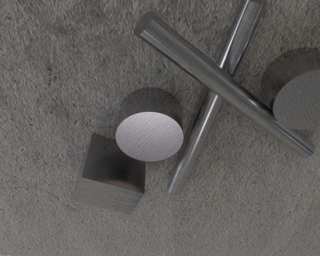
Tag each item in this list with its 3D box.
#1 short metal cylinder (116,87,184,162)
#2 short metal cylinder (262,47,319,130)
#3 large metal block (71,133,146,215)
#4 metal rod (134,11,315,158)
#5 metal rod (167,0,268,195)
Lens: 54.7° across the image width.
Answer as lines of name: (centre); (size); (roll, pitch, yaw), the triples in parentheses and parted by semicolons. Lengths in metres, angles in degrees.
short metal cylinder: (-0.012, -0.004, 0.387); (0.081, 0.050, 0.079); (0, 130, 0)
short metal cylinder: (0.164, -0.044, 0.355); (0.081, 0.050, 0.079); (0, 130, 0)
large metal block: (-0.067, 0.062, 0.423); (0.080, 0.080, 0.050); (19, 128, -16)
metal rod: (0.096, -0.031, 0.353); (0.301, 0.025, 0.025); (29, 125, -33)
metal rod: (0.058, -0.015, 0.395); (0.025, 0.025, 0.298); (10, 130, -9)
